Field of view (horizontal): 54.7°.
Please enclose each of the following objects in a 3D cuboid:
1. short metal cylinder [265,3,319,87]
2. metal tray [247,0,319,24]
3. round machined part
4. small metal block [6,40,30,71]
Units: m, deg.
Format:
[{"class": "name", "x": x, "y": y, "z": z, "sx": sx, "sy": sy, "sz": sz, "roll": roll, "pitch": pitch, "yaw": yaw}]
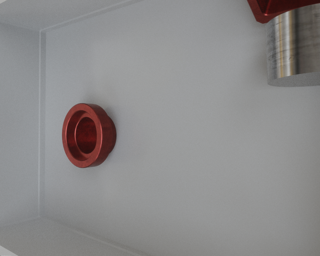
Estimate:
[{"class": "short metal cylinder", "x": 0.132, "y": -0.066, "z": 0.261, "sx": 0.080, "sy": 0.081, "sz": 0.050, "roll": -3, "pitch": 88, "yaw": 39}, {"class": "metal tray", "x": 0.131, "y": -0.141, "z": 0.253, "sx": 0.130, "sy": 0.090, "sz": 0.030, "roll": 0, "pitch": 59, "yaw": 39}, {"class": "round machined part", "x": -0.106, "y": 0.011, "z": 0.480, "sx": 0.098, "sy": 0.042, "sz": 0.097, "roll": 0, "pitch": 90, "yaw": 39}, {"class": "small metal block", "x": -0.300, "y": -0.152, "z": 0.653, "sx": 0.050, "sy": 0.025, "sz": 0.050, "roll": -8, "pitch": 85, "yaw": 39}]
